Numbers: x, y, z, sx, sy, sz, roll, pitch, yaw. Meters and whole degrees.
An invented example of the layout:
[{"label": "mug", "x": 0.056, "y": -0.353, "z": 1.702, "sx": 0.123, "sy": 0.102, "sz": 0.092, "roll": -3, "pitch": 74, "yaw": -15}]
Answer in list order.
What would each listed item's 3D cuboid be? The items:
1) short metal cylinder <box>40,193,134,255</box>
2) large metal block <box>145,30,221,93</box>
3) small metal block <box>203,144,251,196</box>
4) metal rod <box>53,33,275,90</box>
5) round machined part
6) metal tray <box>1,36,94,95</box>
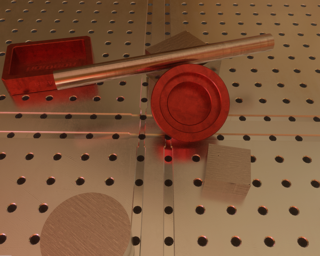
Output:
[{"label": "short metal cylinder", "x": -0.067, "y": 0.110, "z": 0.298, "sx": 0.081, "sy": 0.050, "sz": 0.080, "roll": 0, "pitch": 50, "yaw": 0}, {"label": "large metal block", "x": 0.035, "y": -0.096, "z": 0.472, "sx": 0.081, "sy": 0.050, "sz": 0.080, "roll": -32, "pitch": 57, "yaw": -24}, {"label": "small metal block", "x": 0.080, "y": 0.049, "z": 0.367, "sx": 0.050, "sy": 0.025, "sz": 0.050, "roll": 8, "pitch": 50, "yaw": 6}, {"label": "metal rod", "x": 0.013, "y": -0.092, "z": 0.420, "sx": 0.302, "sy": 0.025, "sz": 0.025, "roll": -12, "pitch": 51, "yaw": -10}, {"label": "round machined part", "x": 0.037, "y": -0.031, "z": 0.403, "sx": 0.099, "sy": 0.042, "sz": 0.097, "roll": 0, "pitch": 87, "yaw": -3}, {"label": "metal tray", "x": -0.170, "y": -0.101, "z": 0.486, "sx": 0.131, "sy": 0.030, "sz": 0.090, "roll": -9, "pitch": 51, "yaw": -8}]
